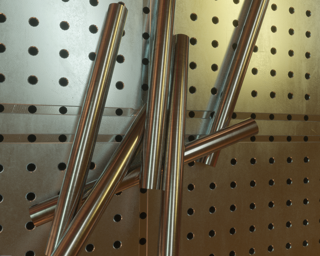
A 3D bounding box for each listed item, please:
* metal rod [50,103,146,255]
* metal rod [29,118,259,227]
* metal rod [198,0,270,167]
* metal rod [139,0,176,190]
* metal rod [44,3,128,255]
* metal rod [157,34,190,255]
[{"bbox_3d":[-0.074,0.090,0.336,0.025,0.025,0.300,38,59,-16],"label":"metal rod"},{"bbox_3d":[-0.009,0.050,0.393,0.302,0.025,0.025,-21,97,-13],"label":"metal rod"},{"bbox_3d":[0.115,-0.088,0.454,0.025,0.025,0.299,22,83,-19],"label":"metal rod"},{"bbox_3d":[0.001,-0.075,0.390,0.025,0.025,0.299,9,79,-20],"label":"metal rod"},{"bbox_3d":[-0.082,-0.007,0.363,0.025,0.025,0.299,16,78,-19],"label":"metal rod"},{"bbox_3d":[0.018,0.021,0.378,0.025,0.025,0.299,11,71,-20],"label":"metal rod"}]
